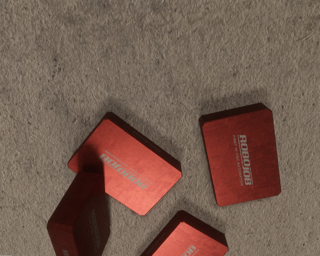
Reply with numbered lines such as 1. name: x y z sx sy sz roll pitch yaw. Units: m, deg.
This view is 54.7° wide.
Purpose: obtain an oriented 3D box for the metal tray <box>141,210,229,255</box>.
1. metal tray: 0.031 0.200 0.481 0.090 0.030 0.129 33 106 -12

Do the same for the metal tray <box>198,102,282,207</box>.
1. metal tray: 0.110 0.038 0.423 0.090 0.030 0.129 -13 110 4

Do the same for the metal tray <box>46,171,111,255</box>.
1. metal tray: -0.099 0.132 0.403 0.030 0.090 0.129 7 127 10

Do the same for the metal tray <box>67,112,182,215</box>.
1. metal tray: -0.046 0.051 0.425 0.130 0.030 0.090 37 105 -13
